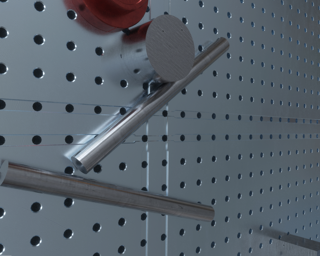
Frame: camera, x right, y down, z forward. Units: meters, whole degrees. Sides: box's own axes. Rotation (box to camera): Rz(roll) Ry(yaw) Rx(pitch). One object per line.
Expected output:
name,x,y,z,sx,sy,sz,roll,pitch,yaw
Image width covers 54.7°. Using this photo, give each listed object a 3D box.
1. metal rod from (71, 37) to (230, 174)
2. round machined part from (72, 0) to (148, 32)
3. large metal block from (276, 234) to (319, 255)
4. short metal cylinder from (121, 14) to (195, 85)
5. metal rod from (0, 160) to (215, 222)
metal rod,0.006,-0.047,0.416,0.302,0.025,0.025,-43,116,-32
round machined part,-0.051,-0.165,0.356,0.099,0.042,0.097,0,90,-40
large metal block,0.281,0.266,0.614,0.050,0.080,0.079,0,90,-40
short metal cylinder,-0.002,-0.097,0.393,0.081,0.050,0.079,0,90,-40
metal rod,-0.036,0.086,0.380,0.302,0.025,0.025,22,76,-38
